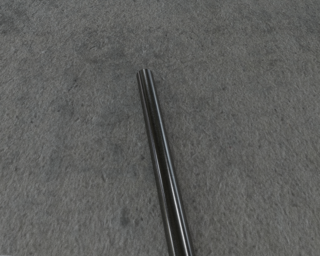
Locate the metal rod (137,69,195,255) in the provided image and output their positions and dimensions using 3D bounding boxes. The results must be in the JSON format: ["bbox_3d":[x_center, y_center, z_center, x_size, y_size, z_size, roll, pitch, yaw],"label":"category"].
[{"bbox_3d":[0.002,0.033,0.375,0.025,0.025,0.300,-7,50,-6],"label":"metal rod"}]
